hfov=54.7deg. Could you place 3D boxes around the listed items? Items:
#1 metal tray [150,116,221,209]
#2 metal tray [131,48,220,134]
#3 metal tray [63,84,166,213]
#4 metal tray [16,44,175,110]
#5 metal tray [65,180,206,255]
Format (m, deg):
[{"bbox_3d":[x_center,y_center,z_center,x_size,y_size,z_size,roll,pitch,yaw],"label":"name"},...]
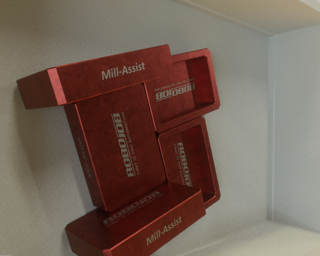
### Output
[{"bbox_3d":[0.035,0.057,0.433,0.091,0.030,0.129,-22,104,-38],"label":"metal tray"},{"bbox_3d":[0.024,-0.054,0.423,0.131,0.030,0.089,-22,104,-38],"label":"metal tray"},{"bbox_3d":[-0.048,0.019,0.361,0.091,0.030,0.129,-22,104,-38],"label":"metal tray"},{"bbox_3d":[-0.061,-0.052,0.310,0.131,0.090,0.030,-23,105,-38],"label":"metal tray"},{"bbox_3d":[-0.025,0.101,0.342,0.131,0.090,0.030,-22,105,-38],"label":"metal tray"}]
